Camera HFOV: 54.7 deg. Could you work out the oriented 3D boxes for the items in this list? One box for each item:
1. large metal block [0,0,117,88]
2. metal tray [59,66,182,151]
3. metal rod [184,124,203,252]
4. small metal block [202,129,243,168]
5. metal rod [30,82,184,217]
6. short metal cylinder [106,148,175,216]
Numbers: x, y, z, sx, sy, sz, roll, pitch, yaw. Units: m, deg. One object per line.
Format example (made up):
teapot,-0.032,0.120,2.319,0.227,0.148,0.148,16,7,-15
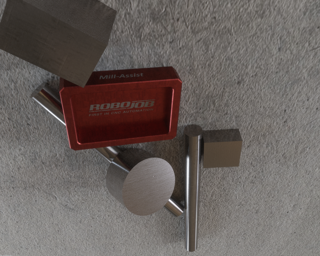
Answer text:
large metal block,-0.092,-0.095,0.289,0.080,0.080,0.050,25,126,-20
metal tray,-0.044,-0.022,0.365,0.131,0.030,0.089,-6,131,-12
metal rod,0.052,0.116,0.507,0.025,0.025,0.298,-3,130,2
small metal block,0.085,0.029,0.433,0.050,0.025,0.050,-3,130,2
metal rod,-0.057,0.047,0.446,0.025,0.025,0.300,-29,125,22
short metal cylinder,-0.027,0.072,0.426,0.081,0.050,0.079,-9,106,-32
